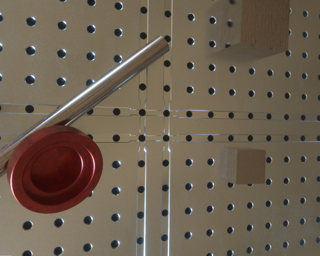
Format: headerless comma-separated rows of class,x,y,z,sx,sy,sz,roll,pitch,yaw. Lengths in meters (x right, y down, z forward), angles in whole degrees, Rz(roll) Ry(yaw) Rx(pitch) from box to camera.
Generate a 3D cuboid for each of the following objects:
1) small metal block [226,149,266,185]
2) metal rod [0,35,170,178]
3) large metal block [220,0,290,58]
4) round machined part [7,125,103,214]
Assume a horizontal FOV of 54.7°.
small metal block,0.129,0.057,0.462,0.050,0.025,0.050,2,89,-21
metal rod,-0.107,-0.020,0.373,0.301,0.025,0.025,-40,103,-16
large metal block,0.138,-0.152,0.452,0.081,0.050,0.079,3,89,-20
round machined part,-0.118,0.042,0.348,0.099,0.042,0.097,-16,119,-31
